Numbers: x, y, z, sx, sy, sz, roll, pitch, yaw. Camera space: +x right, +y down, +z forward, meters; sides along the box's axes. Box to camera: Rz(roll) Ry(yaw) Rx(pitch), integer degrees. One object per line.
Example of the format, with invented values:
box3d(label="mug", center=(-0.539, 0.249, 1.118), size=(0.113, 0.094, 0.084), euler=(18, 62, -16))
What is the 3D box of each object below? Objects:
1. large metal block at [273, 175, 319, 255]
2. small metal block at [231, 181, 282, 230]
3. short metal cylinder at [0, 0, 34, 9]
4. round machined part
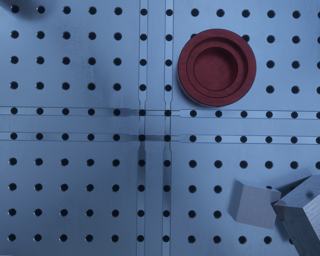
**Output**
box3d(label="large metal block", center=(0.205, 0.113, 0.391), size=(0.081, 0.050, 0.080), euler=(-27, 90, -22))
box3d(label="small metal block", center=(0.128, 0.103, 0.415), size=(0.050, 0.025, 0.050), euler=(12, 90, -1))
box3d(label="short metal cylinder", center=(-0.200, -0.203, 0.398), size=(0.081, 0.050, 0.079), euler=(0, 90, -1))
box3d(label="round machined part", center=(0.071, -0.075, 0.406), size=(0.099, 0.042, 0.097), euler=(0, 90, -1))
